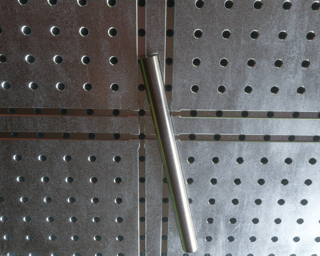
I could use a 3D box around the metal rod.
[{"bbox_3d":[0.016,0.049,0.431,0.025,0.025,0.298,-11,110,4],"label":"metal rod"}]
